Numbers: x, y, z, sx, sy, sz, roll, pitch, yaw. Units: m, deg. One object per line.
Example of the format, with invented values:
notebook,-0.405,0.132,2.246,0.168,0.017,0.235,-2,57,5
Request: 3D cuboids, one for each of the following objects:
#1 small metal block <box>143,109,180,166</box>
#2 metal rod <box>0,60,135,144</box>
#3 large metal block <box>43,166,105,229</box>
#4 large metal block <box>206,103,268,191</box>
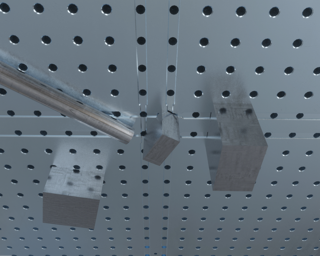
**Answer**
small metal block,0.001,0.012,0.406,0.025,0.050,0.050,24,126,-19
metal rod,-0.165,-0.054,0.363,0.301,0.025,0.025,28,125,-22
large metal block,-0.136,0.111,0.488,0.081,0.050,0.079,10,129,-9
large metal block,0.093,0.024,0.397,0.050,0.080,0.079,1,130,-1
